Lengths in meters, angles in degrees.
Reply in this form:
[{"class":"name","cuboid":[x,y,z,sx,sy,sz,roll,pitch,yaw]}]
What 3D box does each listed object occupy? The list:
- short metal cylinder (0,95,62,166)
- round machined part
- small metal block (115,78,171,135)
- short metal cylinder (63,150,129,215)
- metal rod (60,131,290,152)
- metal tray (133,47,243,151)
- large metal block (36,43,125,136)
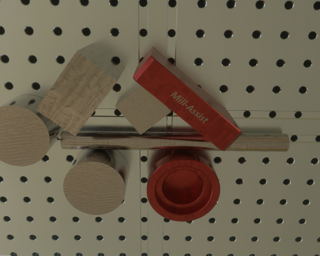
[{"class":"short metal cylinder","cuboid":[-0.174,0.002,0.399,0.081,0.050,0.079,0,110,0]},{"class":"round machined part","cuboid":[0.031,0.078,0.433,0.099,0.042,0.097,0,110,0]},{"class":"small metal block","cuboid":[-0.021,-0.028,0.403,0.050,0.025,0.050,-37,106,12]},{"class":"short metal cylinder","cuboid":[-0.085,0.071,0.425,0.081,0.050,0.079,0,110,0]},{"class":"metal rod","cuboid":[0.020,0.018,0.420,0.302,0.025,0.025,1,110,-1]},{"class":"metal tray","cuboid":[0.031,-0.037,0.365,0.130,0.090,0.030,38,106,-13]},{"class":"large metal block","cuboid":[-0.089,-0.048,0.366,0.050,0.080,0.080,37,106,-13]}]
